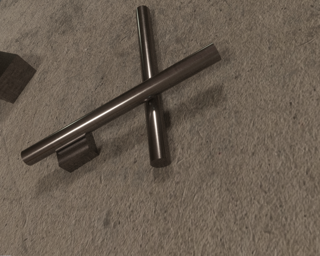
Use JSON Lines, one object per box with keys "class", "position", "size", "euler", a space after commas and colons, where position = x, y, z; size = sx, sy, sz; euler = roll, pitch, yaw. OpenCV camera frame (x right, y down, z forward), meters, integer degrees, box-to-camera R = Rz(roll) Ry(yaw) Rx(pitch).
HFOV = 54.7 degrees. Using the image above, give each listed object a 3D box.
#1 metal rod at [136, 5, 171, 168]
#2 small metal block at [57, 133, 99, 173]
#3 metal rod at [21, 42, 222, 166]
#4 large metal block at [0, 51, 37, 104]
{"class": "metal rod", "position": [-0.015, -0.081, 0.459], "size": [0.025, 0.025, 0.299], "euler": [-19, 54, 17]}
{"class": "small metal block", "position": [-0.122, 0.028, 0.448], "size": [0.050, 0.025, 0.050], "euler": [-32, 52, 7]}
{"class": "metal rod", "position": [-0.059, -0.027, 0.416], "size": [0.300, 0.025, 0.025], "euler": [-28, 52, 10]}
{"class": "large metal block", "position": [-0.305, -0.101, 0.606], "size": [0.080, 0.050, 0.080], "euler": [16, 70, 34]}
